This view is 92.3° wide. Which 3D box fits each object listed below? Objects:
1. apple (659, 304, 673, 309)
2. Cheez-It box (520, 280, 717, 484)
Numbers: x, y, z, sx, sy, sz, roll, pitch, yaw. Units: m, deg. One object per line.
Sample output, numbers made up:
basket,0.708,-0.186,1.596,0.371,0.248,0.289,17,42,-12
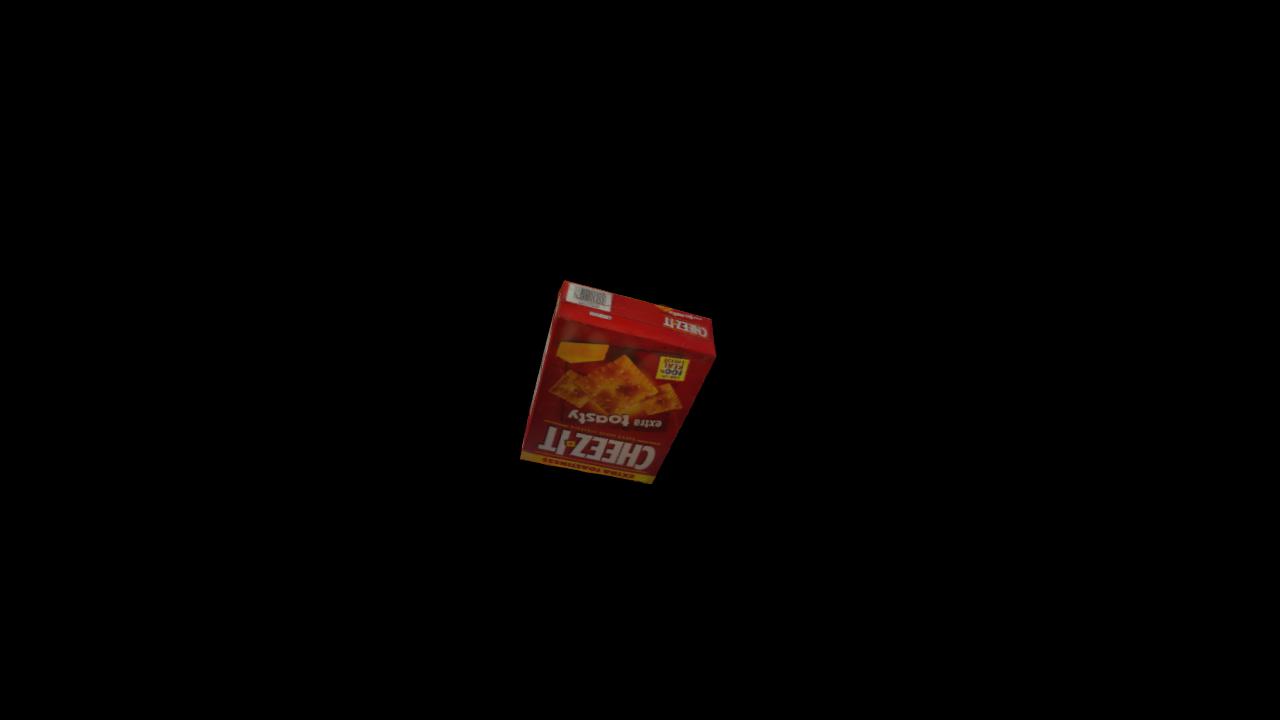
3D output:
apple,0.027,-0.025,0.729,0.079,0.079,0.093,0,33,4
Cheez-It box,-0.032,0.035,0.684,0.166,0.223,0.071,14,40,-10
